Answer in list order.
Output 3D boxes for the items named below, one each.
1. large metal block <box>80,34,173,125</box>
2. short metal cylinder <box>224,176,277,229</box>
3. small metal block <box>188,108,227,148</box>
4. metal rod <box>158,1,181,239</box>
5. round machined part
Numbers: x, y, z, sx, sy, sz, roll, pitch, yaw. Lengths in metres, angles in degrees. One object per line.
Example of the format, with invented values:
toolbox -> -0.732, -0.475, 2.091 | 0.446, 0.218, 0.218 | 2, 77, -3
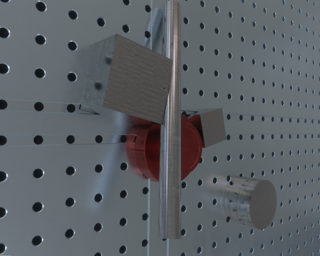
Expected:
large metal block -> -0.037, -0.052, 0.362 | 0.081, 0.050, 0.080 | 16, 80, -39
short metal cylinder -> 0.153, 0.124, 0.522 | 0.081, 0.050, 0.079 | 0, 90, -40
small metal block -> 0.072, -0.001, 0.470 | 0.050, 0.025, 0.050 | -17, 101, -39
metal rod -> 0.013, -0.024, 0.377 | 0.025, 0.025, 0.299 | 17, 66, -39
round machined part -> 0.018, 0.027, 0.414 | 0.099, 0.042, 0.097 | 0, 90, -40
